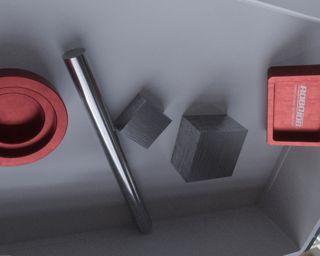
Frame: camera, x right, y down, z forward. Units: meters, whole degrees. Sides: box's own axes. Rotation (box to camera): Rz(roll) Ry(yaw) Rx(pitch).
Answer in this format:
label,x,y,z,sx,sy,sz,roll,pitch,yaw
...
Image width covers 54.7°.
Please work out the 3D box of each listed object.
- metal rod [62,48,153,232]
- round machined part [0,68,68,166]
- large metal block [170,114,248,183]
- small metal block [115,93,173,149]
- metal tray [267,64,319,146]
label,x,y,z,sx,sy,sz,roll,pitch,yaw
metal rod,-0.056,0.040,0.403,0.025,0.025,0.298,-25,128,-13
round machined part,-0.147,-0.013,0.310,0.099,0.042,0.097,-14,125,-21
large metal block,0.069,0.028,0.450,0.081,0.050,0.079,-2,120,-28
small metal block,-0.022,-0.008,0.393,0.050,0.025,0.050,-49,129,6
metal tray,0.211,-0.031,0.470,0.090,0.030,0.129,1,129,19
